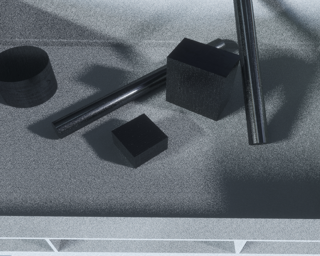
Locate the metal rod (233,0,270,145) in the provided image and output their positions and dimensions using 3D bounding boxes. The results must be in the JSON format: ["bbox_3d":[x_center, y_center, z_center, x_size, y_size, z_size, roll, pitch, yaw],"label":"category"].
[{"bbox_3d":[0.118,-0.126,0.421,0.025,0.025,0.298,-3,79,-3],"label":"metal rod"}]

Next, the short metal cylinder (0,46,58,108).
[{"bbox_3d":[-0.196,-0.075,0.449,0.081,0.050,0.080,0,50,0],"label":"short metal cylinder"}]

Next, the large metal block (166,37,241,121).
[{"bbox_3d":[0.056,-0.066,0.426,0.080,0.080,0.050,24,54,18],"label":"large metal block"}]

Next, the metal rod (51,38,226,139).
[{"bbox_3d":[-0.016,-0.068,0.461,0.302,0.025,0.025,-31,57,-24],"label":"metal rod"}]

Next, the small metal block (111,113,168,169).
[{"bbox_3d":[-0.025,0.015,0.392,0.050,0.025,0.050,-31,57,-24],"label":"small metal block"}]
